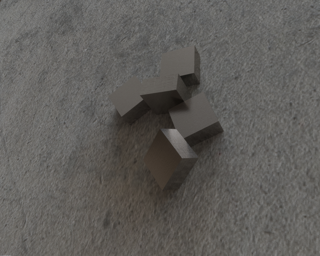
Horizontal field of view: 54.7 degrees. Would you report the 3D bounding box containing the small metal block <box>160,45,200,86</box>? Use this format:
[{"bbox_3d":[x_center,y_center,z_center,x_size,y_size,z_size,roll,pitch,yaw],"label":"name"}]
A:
[{"bbox_3d":[0.029,-0.085,0.440,0.050,0.025,0.050,-9,58,23],"label":"small metal block"}]

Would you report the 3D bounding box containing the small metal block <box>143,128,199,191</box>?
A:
[{"bbox_3d":[0.011,0.036,0.360,0.050,0.025,0.050,53,127,39],"label":"small metal block"}]

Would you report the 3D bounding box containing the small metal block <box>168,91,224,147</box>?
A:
[{"bbox_3d":[0.044,-0.010,0.386,0.050,0.025,0.050,-27,53,10],"label":"small metal block"}]

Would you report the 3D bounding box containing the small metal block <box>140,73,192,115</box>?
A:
[{"bbox_3d":[0.009,-0.043,0.408,0.050,0.050,0.025,-6,59,25],"label":"small metal block"}]

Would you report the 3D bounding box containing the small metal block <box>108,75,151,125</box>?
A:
[{"bbox_3d":[-0.039,-0.041,0.448,0.050,0.025,0.050,-38,51,2],"label":"small metal block"}]
